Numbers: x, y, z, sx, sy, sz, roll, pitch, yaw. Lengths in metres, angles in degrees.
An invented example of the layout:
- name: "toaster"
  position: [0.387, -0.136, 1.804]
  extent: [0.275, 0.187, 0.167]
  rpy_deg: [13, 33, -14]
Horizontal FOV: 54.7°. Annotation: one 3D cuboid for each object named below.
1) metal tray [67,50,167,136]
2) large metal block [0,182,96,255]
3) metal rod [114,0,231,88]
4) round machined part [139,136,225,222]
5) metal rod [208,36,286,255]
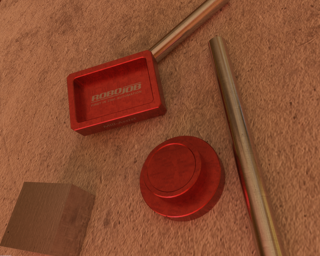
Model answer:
- name: "metal tray"
  position: [-0.063, -0.048, 0.438]
  extent: [0.130, 0.030, 0.090]
  rpy_deg: [-15, 69, 10]
- name: "large metal block"
  position: [-0.137, 0.115, 0.387]
  extent: [0.080, 0.050, 0.080]
  rpy_deg: [-3, 60, 26]
- name: "metal rod"
  position: [-0.013, -0.108, 0.475]
  extent: [0.300, 0.025, 0.025]
  rpy_deg: [-41, 51, 0]
- name: "round machined part"
  position: [0.020, 0.052, 0.350]
  extent: [0.098, 0.042, 0.098]
  rpy_deg: [-13, 56, 20]
- name: "metal rod"
  position: [0.091, 0.006, 0.351]
  extent: [0.025, 0.025, 0.299]
  rpy_deg: [-17, 55, 18]
